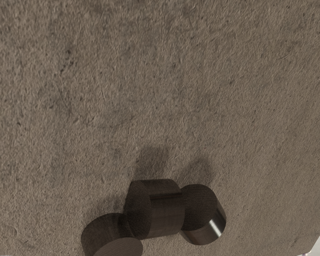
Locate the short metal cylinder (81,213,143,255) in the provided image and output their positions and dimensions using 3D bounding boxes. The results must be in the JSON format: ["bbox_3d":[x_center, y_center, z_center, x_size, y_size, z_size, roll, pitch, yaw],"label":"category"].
[{"bbox_3d":[-0.072,0.174,0.461,0.081,0.050,0.079,-14,125,-21],"label":"short metal cylinder"}]

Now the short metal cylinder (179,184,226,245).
[{"bbox_3d":[0.059,0.136,0.490,0.080,0.080,0.050,-35,129,-5],"label":"short metal cylinder"}]

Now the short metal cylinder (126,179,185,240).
[{"bbox_3d":[-0.008,0.113,0.439,0.050,0.080,0.079,2,117,-30],"label":"short metal cylinder"}]
